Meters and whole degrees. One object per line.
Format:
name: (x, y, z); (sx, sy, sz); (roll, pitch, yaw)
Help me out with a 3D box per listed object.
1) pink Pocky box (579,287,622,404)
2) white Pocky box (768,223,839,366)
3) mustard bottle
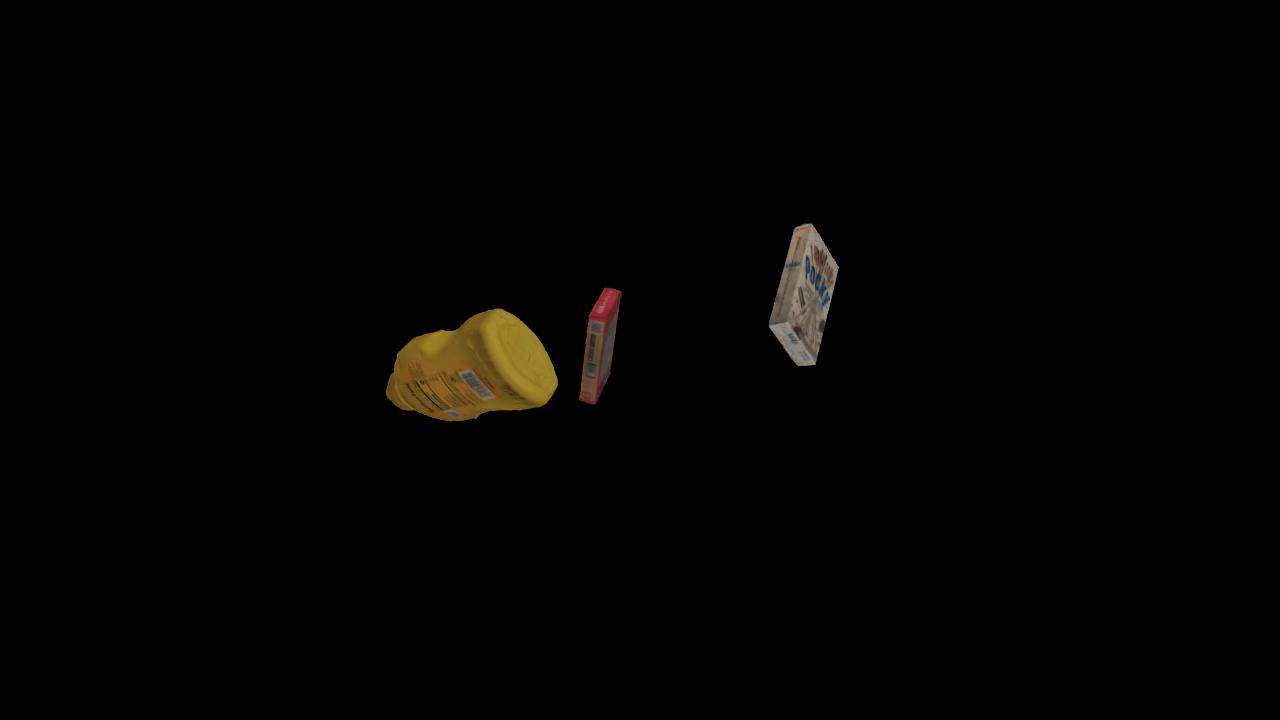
pink Pocky box: (-0.058, -0.020, 0.896); (0.029, 0.155, 0.084); (14, 37, 5)
white Pocky box: (0.195, -0.077, 0.728); (0.028, 0.154, 0.084); (-7, -40, 41)
mustard bottle: (-0.166, 0.015, 0.544); (0.184, 0.054, 0.092); (-14, -50, 34)
